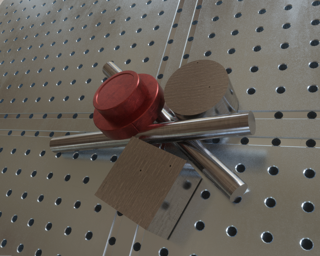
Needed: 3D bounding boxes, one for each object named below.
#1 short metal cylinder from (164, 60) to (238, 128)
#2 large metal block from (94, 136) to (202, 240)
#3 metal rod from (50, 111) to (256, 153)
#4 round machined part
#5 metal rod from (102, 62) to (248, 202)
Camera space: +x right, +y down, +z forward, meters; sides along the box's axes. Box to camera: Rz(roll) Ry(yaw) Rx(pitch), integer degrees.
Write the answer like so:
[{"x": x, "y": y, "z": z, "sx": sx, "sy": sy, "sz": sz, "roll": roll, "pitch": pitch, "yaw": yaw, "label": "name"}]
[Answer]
[{"x": 0.052, "y": -0.038, "z": 0.386, "sx": 0.080, "sy": 0.050, "sz": 0.080, "roll": -13, "pitch": 56, "yaw": 20, "label": "short metal cylinder"}, {"x": -0.013, "y": 0.066, "z": 0.354, "sx": 0.080, "sy": 0.050, "sz": 0.080, "roll": 22, "pitch": 73, "yaw": 35, "label": "large metal block"}, {"x": -0.033, "y": 0.010, "z": 0.394, "sx": 0.300, "sy": 0.025, "sz": 0.025, "roll": -7, "pitch": 58, "yaw": 32, "label": "metal rod"}, {"x": -0.046, "y": -0.036, "z": 0.399, "sx": 0.098, "sy": 0.042, "sz": 0.098, "roll": -19, "pitch": 44, "yaw": 20, "label": "round machined part"}, {"x": 0.000, "y": -0.015, "z": 0.417, "sx": 0.025, "sy": 0.025, "sz": 0.300, "roll": -43, "pitch": 51, "yaw": -2, "label": "metal rod"}]
